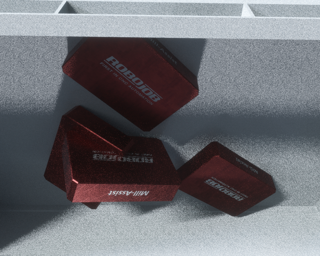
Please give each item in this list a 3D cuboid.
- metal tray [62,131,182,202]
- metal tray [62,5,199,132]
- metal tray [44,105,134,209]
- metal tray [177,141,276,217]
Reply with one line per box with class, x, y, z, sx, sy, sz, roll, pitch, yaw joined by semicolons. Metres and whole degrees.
metal tray;-0.048;0.047;0.382;0.131;0.090;0.030;6;124;-27
metal tray;-0.030;-0.061;0.354;0.090;0.030;0.130;-37;122;27
metal tray;-0.100;0.044;0.421;0.090;0.030;0.129;32;126;3
metal tray;0.100;0.083;0.477;0.131;0.030;0.090;31;124;-24
